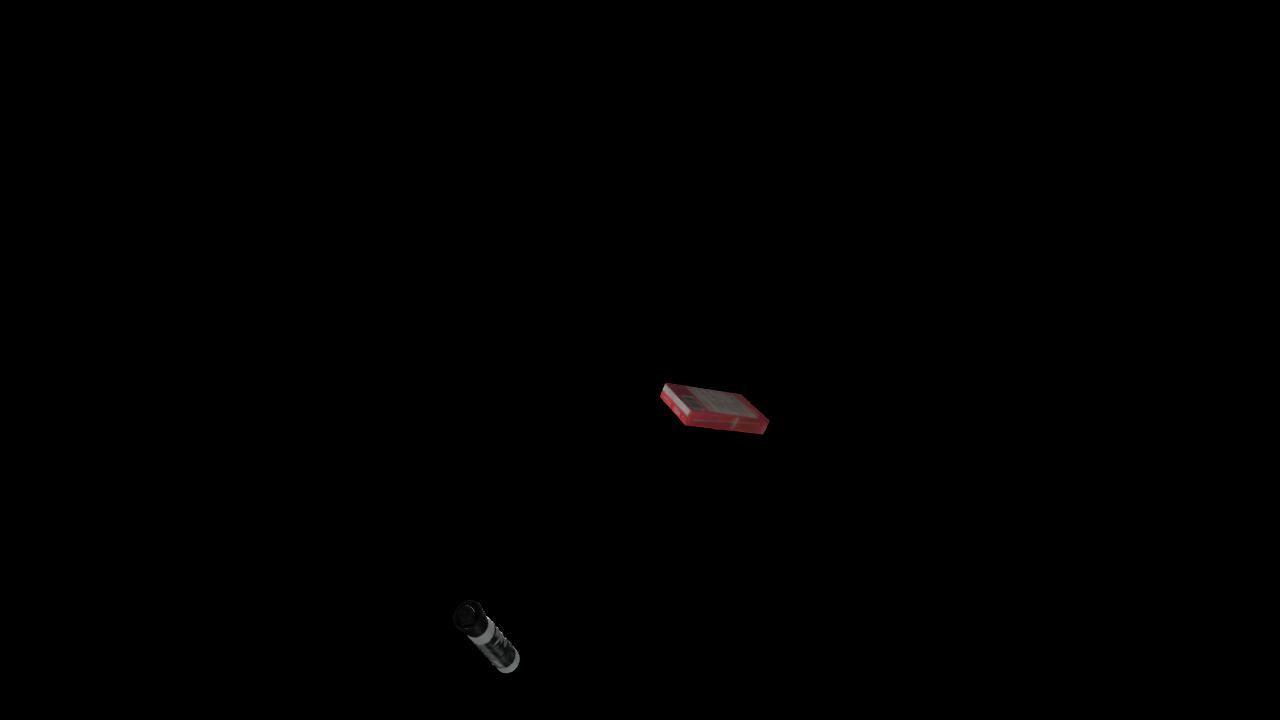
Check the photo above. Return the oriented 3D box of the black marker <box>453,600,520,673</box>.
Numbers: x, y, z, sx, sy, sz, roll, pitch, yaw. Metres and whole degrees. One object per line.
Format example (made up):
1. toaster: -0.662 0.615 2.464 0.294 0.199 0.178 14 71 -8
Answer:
1. black marker: -0.106 0.196 0.433 0.020 0.020 0.121 0 -39 4

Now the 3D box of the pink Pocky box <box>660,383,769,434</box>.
1. pink Pocky box: 0.115 0.075 0.939 0.155 0.029 0.084 10 22 -32
